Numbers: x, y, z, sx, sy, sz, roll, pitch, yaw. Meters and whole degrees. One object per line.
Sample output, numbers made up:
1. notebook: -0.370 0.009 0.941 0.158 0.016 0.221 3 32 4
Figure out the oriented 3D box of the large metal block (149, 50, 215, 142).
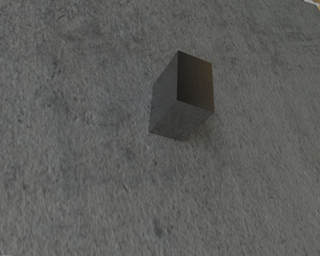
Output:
1. large metal block: 0.027 -0.040 0.409 0.050 0.080 0.080 16 55 -19
